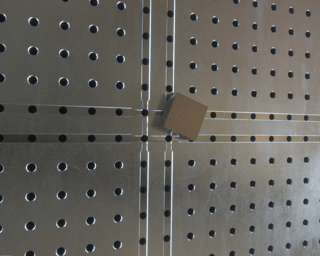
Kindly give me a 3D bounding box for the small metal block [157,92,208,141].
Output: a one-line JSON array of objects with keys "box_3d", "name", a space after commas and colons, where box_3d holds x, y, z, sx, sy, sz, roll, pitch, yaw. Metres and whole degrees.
[{"box_3d": [0.031, -0.015, 0.424, 0.050, 0.025, 0.050, 23, 82, -19], "name": "small metal block"}]
